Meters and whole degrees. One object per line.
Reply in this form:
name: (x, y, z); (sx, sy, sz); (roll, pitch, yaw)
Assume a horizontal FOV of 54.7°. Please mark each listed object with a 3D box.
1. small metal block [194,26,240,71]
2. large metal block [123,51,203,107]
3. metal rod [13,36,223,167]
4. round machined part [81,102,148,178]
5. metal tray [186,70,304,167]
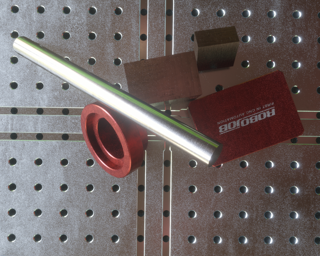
small metal block: (0.071, -0.101, 0.399); (0.050, 0.050, 0.025); (-8, 65, 0)
large metal block: (0.003, -0.055, 0.386); (0.080, 0.080, 0.050); (-11, 90, 0)
metal rod: (-0.066, -0.042, 0.349); (0.300, 0.025, 0.025); (30, 90, 25)
round machined part: (-0.053, 0.009, 0.386); (0.042, 0.098, 0.098); (-29, 91, -37)
metal tray: (0.111, -0.013, 0.412); (0.131, 0.030, 0.090); (-20, 90, -1)
